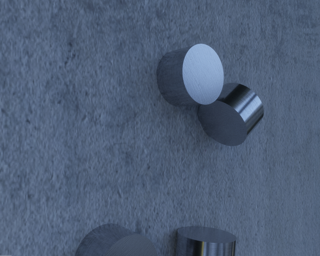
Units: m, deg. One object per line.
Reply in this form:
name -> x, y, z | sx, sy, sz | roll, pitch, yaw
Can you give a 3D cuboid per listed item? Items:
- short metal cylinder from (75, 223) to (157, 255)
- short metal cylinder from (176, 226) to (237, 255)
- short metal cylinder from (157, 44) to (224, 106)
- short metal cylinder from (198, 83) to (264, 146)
short metal cylinder -> -0.049, 0.154, 0.349 | 0.081, 0.050, 0.079 | 0, 90, -40
short metal cylinder -> 0.062, 0.170, 0.424 | 0.081, 0.080, 0.050 | 9, 85, -40
short metal cylinder -> 0.042, -0.071, 0.426 | 0.081, 0.050, 0.079 | 0, 90, -40
short metal cylinder -> 0.105, -0.020, 0.459 | 0.050, 0.080, 0.080 | -42, 116, -32
